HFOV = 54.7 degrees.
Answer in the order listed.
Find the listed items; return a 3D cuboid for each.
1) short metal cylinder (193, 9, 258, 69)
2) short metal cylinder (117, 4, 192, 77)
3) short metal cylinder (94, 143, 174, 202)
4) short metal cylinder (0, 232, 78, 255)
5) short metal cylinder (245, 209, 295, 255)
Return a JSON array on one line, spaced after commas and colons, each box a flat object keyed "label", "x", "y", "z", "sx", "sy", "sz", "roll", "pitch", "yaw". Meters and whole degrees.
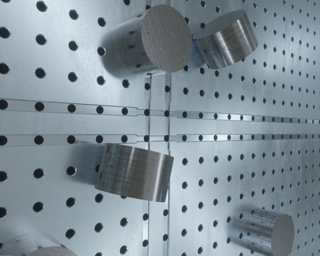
[{"label": "short metal cylinder", "x": 0.095, "y": -0.129, "z": 0.452, "sx": 0.080, "sy": 0.080, "sz": 0.050, "roll": -47, "pitch": 118, "yaw": -30}, {"label": "short metal cylinder", "x": -0.006, "y": -0.106, "z": 0.387, "sx": 0.081, "sy": 0.050, "sz": 0.079, "roll": 0, "pitch": 90, "yaw": -40}, {"label": "short metal cylinder", "x": -0.028, "y": 0.050, "z": 0.349, "sx": 0.080, "sy": 0.080, "sz": 0.050, "roll": 19, "pitch": 78, "yaw": -39}, {"label": "short metal cylinder", "x": -0.119, "y": 0.146, "z": 0.293, "sx": 0.081, "sy": 0.050, "sz": 0.079, "roll": 0, "pitch": 90, "yaw": -40}, {"label": "short metal cylinder", "x": 0.200, "y": 0.191, "z": 0.560, "sx": 0.081, "sy": 0.050, "sz": 0.079, "roll": 0, "pitch": 90, "yaw": -40}]
